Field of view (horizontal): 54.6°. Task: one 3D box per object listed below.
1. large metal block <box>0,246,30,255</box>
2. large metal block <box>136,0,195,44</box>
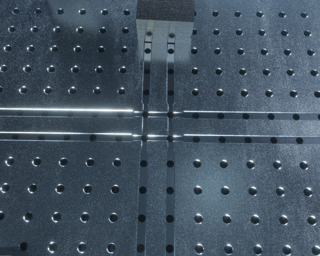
[{"bbox_3d":[-0.177,0.171,0.319,0.080,0.080,0.050,-42,75,-14],"label":"large metal block"},{"bbox_3d":[0.009,-0.177,0.463,0.080,0.050,0.080,3,70,1],"label":"large metal block"}]
